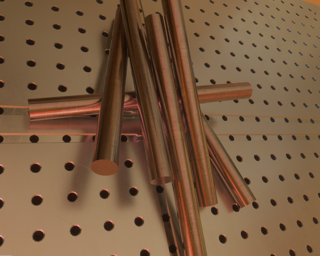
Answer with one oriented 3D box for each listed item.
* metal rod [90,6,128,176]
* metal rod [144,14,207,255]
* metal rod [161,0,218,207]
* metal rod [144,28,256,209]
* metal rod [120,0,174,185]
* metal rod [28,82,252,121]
[{"bbox_3d":[-0.054,-0.072,0.385,0.025,0.025,0.300,17,43,-19],"label":"metal rod"},{"bbox_3d":[0.016,0.002,0.372,0.025,0.025,0.299,-3,76,-29],"label":"metal rod"},{"bbox_3d":[0.034,-0.052,0.394,0.025,0.025,0.299,-7,85,-31],"label":"metal rod"},{"bbox_3d":[0.044,-0.026,0.446,0.025,0.025,0.299,-19,72,-35],"label":"metal rod"},{"bbox_3d":[-0.024,-0.076,0.388,0.025,0.025,0.299,3,59,-27],"label":"metal rod"},{"bbox_3d":[-0.007,-0.038,0.403,0.302,0.025,0.025,-8,65,-24],"label":"metal rod"}]
